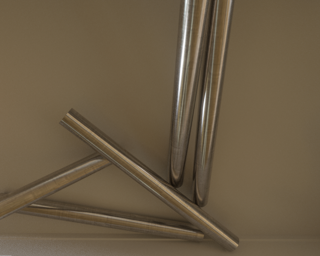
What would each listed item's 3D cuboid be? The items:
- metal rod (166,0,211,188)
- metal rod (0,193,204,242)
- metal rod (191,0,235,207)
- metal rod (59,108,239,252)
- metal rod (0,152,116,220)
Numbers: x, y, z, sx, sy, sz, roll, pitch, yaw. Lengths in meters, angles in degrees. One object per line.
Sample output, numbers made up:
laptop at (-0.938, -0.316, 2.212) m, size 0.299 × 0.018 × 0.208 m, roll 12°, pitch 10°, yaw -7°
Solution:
metal rod at (0.026, -0.029, 0.335) m, size 0.025 × 0.025 × 0.298 m, roll 2°, pitch 135°, yaw -1°
metal rod at (-0.084, 0.133, 0.459) m, size 0.302 × 0.025 × 0.025 m, roll 11°, pitch 110°, yaw -5°
metal rod at (0.056, -0.010, 0.360) m, size 0.025 × 0.025 × 0.298 m, roll -1°, pitch 129°, yaw 0°
metal rod at (-0.004, 0.078, 0.417) m, size 0.300 × 0.025 × 0.025 m, roll 40°, pitch 105°, yaw -15°
metal rod at (-0.188, 0.095, 0.374) m, size 0.302 × 0.025 × 0.025 m, roll -26°, pitch 111°, yaw -20°
